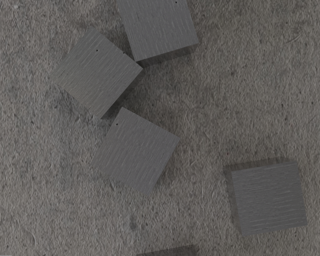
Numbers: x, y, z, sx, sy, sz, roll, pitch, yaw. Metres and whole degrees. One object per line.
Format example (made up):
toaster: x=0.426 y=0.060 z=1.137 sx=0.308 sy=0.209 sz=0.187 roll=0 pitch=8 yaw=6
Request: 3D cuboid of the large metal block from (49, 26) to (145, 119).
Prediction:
large metal block: x=-0.077 y=-0.067 z=0.397 sx=0.080 sy=0.050 sz=0.080 roll=40 pitch=90 yaw=0

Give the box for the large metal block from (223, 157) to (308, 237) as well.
large metal block: x=0.132 y=0.085 z=0.398 sx=0.080 sy=0.050 sz=0.080 roll=-10 pitch=90 yaw=0

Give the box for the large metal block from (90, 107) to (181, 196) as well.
large metal block: x=-0.030 y=0.028 z=0.397 sx=0.080 sy=0.050 sz=0.080 roll=29 pitch=90 yaw=0

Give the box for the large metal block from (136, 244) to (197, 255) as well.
large metal block: x=0.014 y=0.205 z=0.398 sx=0.080 sy=0.050 sz=0.080 roll=-10 pitch=90 yaw=0

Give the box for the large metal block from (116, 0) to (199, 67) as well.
large metal block: x=-0.003 y=-0.129 z=0.397 sx=0.080 sy=0.050 sz=0.080 roll=-17 pitch=90 yaw=0
